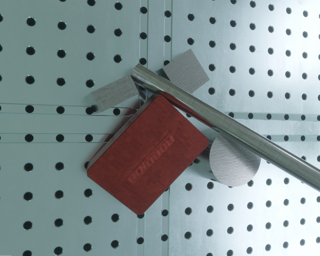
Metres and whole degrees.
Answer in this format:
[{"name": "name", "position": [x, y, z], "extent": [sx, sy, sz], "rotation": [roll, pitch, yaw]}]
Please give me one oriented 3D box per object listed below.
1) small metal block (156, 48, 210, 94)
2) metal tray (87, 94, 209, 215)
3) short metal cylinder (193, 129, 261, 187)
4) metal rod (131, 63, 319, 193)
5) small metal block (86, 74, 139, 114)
[{"name": "small metal block", "position": [0.032, -0.072, 0.425], "extent": [0.050, 0.025, 0.050], "rotation": [-38, 102, -16]}, {"name": "metal tray", "position": [-0.015, 0.033, 0.388], "extent": [0.090, 0.030, 0.130], "rotation": [43, 91, -16]}, {"name": "short metal cylinder", "position": [0.093, 0.038, 0.435], "extent": [0.081, 0.050, 0.079], "rotation": [0, 90, -20]}, {"name": "metal rod", "position": [0.096, 0.004, 0.393], "extent": [0.301, 0.025, 0.025], "rotation": [31, 79, 3]}, {"name": "small metal block", "position": [-0.059, -0.040, 0.378], "extent": [0.050, 0.050, 0.025], "rotation": [-29, 100, -18]}]
